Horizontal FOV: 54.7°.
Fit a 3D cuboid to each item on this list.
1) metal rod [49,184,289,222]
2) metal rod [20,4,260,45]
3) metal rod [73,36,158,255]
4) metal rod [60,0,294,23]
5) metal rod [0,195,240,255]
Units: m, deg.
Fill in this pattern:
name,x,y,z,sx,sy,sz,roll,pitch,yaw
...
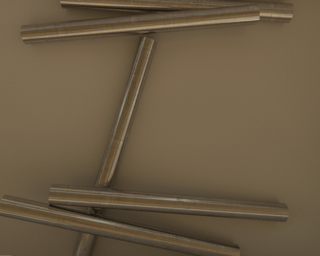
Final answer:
name,x,y,z,sx,sy,sz,roll,pitch,yaw
metal rod,0.017,0.097,0.395,0.302,0.025,0.025,6,90,-7
metal rod,-0.028,-0.133,0.399,0.302,0.025,0.025,-4,90,4
metal rod,-0.059,0.026,0.410,0.025,0.025,0.298,17,90,-1
metal rod,0.022,-0.162,0.411,0.302,0.025,0.025,3,90,-1
metal rod,-0.043,0.130,0.390,0.302,0.025,0.025,15,90,-9
